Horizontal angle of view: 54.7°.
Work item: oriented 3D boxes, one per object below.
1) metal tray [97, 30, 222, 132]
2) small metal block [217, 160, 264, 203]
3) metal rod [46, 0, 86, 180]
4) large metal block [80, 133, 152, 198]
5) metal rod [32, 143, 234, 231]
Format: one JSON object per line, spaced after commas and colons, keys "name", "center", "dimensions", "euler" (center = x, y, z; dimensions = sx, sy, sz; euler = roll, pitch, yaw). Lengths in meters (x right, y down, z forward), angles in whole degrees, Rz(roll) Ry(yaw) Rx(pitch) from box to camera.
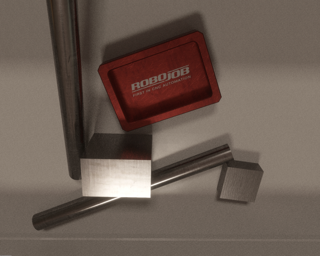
{"name": "metal tray", "center": [0.001, -0.058, 0.387], "dimensions": [0.131, 0.030, 0.090], "euler": [-18, 109, 6]}
{"name": "small metal block", "center": [0.113, 0.075, 0.441], "dimensions": [0.050, 0.025, 0.050], "euler": [8, 110, -4]}
{"name": "metal rod", "center": [-0.095, -0.039, 0.328], "dimensions": [0.025, 0.025, 0.298], "euler": [8, 136, -3]}
{"name": "large metal block", "center": [-0.051, 0.045, 0.398], "dimensions": [0.081, 0.080, 0.050], "euler": [1, 110, -1]}
{"name": "metal rod", "center": [-0.042, 0.086, 0.442], "dimensions": [0.301, 0.025, 0.025], "euler": [-21, 109, 7]}
